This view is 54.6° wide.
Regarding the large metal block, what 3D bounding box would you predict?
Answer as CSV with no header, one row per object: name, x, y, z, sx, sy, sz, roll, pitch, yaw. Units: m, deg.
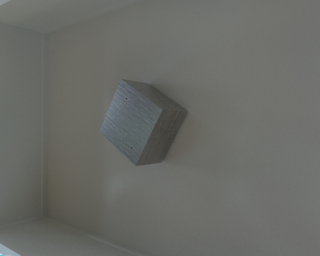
large metal block,-0.024,-0.008,0.407,0.080,0.050,0.080,39,113,33
